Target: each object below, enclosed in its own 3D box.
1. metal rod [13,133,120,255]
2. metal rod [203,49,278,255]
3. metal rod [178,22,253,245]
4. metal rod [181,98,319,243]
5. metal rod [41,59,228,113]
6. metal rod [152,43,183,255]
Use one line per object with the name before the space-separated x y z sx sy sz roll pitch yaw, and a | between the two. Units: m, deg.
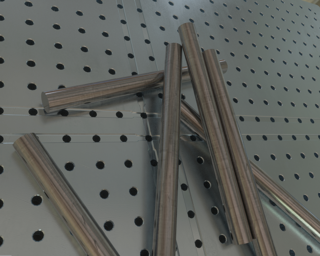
metal rod | -0.051 0.130 0.301 0.025 0.025 0.300 -31 79 -38
metal rod | 0.102 0.033 0.412 0.025 0.025 0.299 -4 73 -30
metal rod | 0.069 -0.003 0.412 0.025 0.025 0.299 -5 75 -30
metal rod | 0.136 0.066 0.439 0.300 0.025 0.025 41 51 0
metal rod | -0.013 -0.067 0.441 0.302 0.025 0.025 -18 71 -35
metal rod | 0.012 0.018 0.384 0.025 0.025 0.299 14 62 -20
